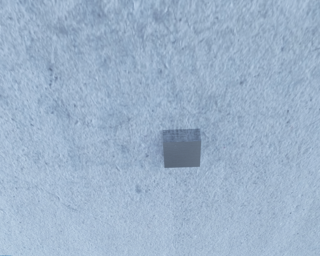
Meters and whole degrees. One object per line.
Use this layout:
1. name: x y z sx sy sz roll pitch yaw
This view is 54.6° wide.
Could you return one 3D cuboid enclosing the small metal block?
1. small metal block: 0.030 0.029 0.432 0.050 0.025 0.050 -2 130 1
